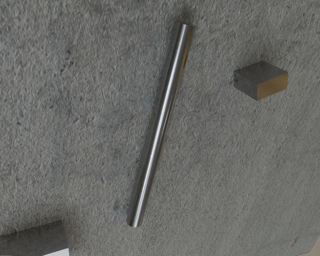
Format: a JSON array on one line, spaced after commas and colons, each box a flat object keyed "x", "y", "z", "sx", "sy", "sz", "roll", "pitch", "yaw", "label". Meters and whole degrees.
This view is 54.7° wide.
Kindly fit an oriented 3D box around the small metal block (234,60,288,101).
[{"x": 0.138, "y": -0.067, "z": 0.427, "sx": 0.050, "sy": 0.050, "sz": 0.025, "roll": -22, "pitch": 127, "yaw": -15, "label": "small metal block"}]

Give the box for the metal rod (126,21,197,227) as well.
[{"x": -0.005, "y": 0.012, "z": 0.413, "sx": 0.025, "sy": 0.025, "sz": 0.298, "roll": 0, "pitch": 119, "yaw": -29, "label": "metal rod"}]

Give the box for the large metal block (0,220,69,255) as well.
[{"x": -0.165, "y": 0.180, "z": 0.412, "sx": 0.081, "sy": 0.050, "sz": 0.079, "roll": -10, "pitch": 123, "yaw": -24, "label": "large metal block"}]
